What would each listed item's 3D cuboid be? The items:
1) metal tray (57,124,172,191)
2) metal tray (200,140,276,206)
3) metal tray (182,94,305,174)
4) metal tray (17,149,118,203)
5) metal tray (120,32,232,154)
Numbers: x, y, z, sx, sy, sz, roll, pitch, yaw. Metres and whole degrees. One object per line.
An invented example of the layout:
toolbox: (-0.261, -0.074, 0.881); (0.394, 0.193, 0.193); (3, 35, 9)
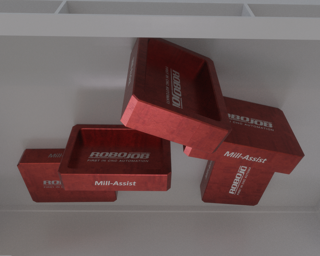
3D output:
metal tray: (-0.052, 0.035, 0.395); (0.131, 0.090, 0.030); (1, 130, -1)
metal tray: (0.117, 0.063, 0.460); (0.091, 0.030, 0.129); (5, 130, -5)
metal tray: (0.092, 0.002, 0.369); (0.131, 0.090, 0.030); (11, 129, -10)
metal tray: (-0.133, 0.073, 0.466); (0.131, 0.030, 0.089); (-1, 130, 0)
metal tray: (0.014, -0.041, 0.305); (0.091, 0.130, 0.030); (18, 128, -15)
